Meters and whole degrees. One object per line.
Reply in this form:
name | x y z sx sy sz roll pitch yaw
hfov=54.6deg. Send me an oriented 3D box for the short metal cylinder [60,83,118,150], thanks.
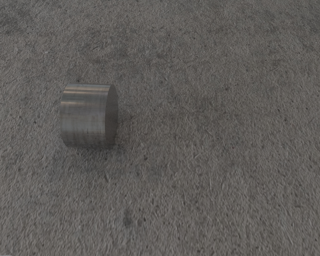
short metal cylinder | -0.083 -0.015 0.380 0.050 0.080 0.080 3 50 2
